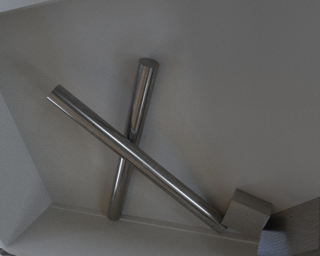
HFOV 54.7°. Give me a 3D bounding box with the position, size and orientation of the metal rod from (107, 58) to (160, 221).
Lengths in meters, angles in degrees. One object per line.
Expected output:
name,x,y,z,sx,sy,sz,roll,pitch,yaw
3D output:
metal rod,-0.047,0.038,0.454,0.025,0.025,0.298,25,127,12

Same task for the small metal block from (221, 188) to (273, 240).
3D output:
small metal block,0.117,0.116,0.419,0.050,0.025,0.050,22,127,14

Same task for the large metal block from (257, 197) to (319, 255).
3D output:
large metal block,0.169,0.140,0.370,0.050,0.080,0.080,48,129,-5

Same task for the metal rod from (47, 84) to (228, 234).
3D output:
metal rod,-0.022,0.048,0.421,0.300,0.025,0.025,40,130,-10
